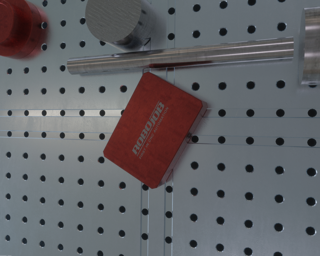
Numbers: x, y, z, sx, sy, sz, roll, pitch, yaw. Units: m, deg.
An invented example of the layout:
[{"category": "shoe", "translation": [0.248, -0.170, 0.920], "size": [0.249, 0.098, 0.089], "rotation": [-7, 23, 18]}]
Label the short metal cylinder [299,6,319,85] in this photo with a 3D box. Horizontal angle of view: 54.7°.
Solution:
[{"category": "short metal cylinder", "translation": [0.175, -0.085, 0.322], "size": [0.050, 0.080, 0.080], "rotation": [1, 91, 20]}]

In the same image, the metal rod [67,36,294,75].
[{"category": "metal rod", "translation": [0.012, -0.092, 0.408], "size": [0.301, 0.025, 0.025], "rotation": [0, 90, 19]}]

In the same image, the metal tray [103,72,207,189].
[{"category": "metal tray", "translation": [-0.008, 0.003, 0.413], "size": [0.090, 0.030, 0.129], "rotation": [31, 100, 17]}]

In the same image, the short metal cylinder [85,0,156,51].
[{"category": "short metal cylinder", "translation": [-0.052, -0.149, 0.418], "size": [0.080, 0.050, 0.080], "rotation": [0, 90, 20]}]

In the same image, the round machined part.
[{"category": "round machined part", "translation": [-0.242, -0.162, 0.489], "size": [0.098, 0.042, 0.097], "rotation": [0, 90, 20]}]
